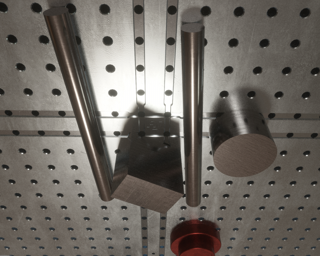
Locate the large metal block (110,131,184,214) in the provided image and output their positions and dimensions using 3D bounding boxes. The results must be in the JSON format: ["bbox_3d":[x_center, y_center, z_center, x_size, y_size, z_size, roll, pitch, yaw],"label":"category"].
[{"bbox_3d":[-0.017,0.061,0.428,0.080,0.080,0.050,23,126,-19],"label":"large metal block"}]

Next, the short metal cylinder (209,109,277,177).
[{"bbox_3d":[0.109,0.021,0.415,0.081,0.050,0.079,0,130,0],"label":"short metal cylinder"}]

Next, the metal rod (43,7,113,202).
[{"bbox_3d":[-0.095,-0.004,0.406,0.025,0.025,0.298,-3,130,2],"label":"metal rod"}]

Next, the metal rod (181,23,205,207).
[{"bbox_3d":[0.045,0.008,0.419,0.025,0.025,0.298,-3,130,2],"label":"metal rod"}]

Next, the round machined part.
[{"bbox_3d":[0.069,0.231,0.598,0.099,0.042,0.097,-1,130,0],"label":"round machined part"}]
